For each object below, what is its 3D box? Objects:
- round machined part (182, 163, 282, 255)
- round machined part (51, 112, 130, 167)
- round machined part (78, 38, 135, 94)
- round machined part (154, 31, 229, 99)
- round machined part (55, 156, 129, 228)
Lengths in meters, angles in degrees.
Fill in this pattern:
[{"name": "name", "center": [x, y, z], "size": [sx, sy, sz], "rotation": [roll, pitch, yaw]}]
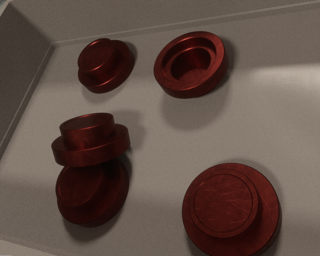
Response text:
[{"name": "round machined part", "center": [0.068, 0.080, 0.310], "size": [0.098, 0.042, 0.098], "rotation": [-13, 56, 20]}, {"name": "round machined part", "center": [-0.090, 0.010, 0.401], "size": [0.099, 0.042, 0.098], "rotation": [-8, 18, 3]}, {"name": "round machined part", "center": [-0.095, -0.108, 0.509], "size": [0.098, 0.042, 0.098], "rotation": [-13, 56, 20]}, {"name": "round machined part", "center": [0.045, -0.080, 0.419], "size": [0.098, 0.042, 0.098], "rotation": [-13, 56, 20]}, {"name": "round machined part", "center": [-0.093, 0.073, 0.397], "size": [0.098, 0.042, 0.098], "rotation": [-13, 56, 20]}]
